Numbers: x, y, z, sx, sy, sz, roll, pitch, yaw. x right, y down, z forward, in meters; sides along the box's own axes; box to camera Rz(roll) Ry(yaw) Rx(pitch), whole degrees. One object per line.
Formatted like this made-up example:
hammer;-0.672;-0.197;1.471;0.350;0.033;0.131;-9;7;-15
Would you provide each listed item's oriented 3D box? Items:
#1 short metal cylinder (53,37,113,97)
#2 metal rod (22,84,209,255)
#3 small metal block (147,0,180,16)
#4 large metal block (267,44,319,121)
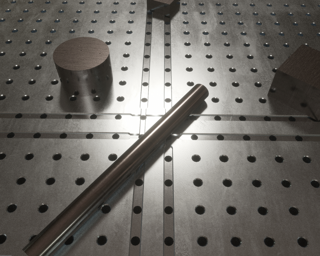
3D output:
short metal cylinder;-0.114;-0.093;0.468;0.081;0.050;0.080;0;50;0
metal rod;-0.032;0.036;0.376;0.025;0.025;0.301;31;56;23
small metal block;0.008;-0.253;0.621;0.050;0.025;0.050;21;53;16
large metal block;0.219;-0.068;0.452;0.080;0.050;0.080;34;58;25
